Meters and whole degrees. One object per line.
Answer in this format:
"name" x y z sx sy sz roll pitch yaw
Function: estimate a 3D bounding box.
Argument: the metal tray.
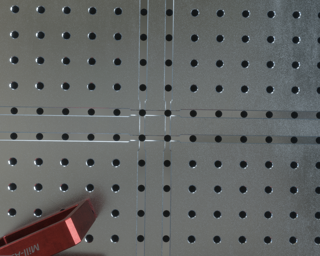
"metal tray" -0.152 0.137 0.379 0.131 0.090 0.030 -24 90 -1
